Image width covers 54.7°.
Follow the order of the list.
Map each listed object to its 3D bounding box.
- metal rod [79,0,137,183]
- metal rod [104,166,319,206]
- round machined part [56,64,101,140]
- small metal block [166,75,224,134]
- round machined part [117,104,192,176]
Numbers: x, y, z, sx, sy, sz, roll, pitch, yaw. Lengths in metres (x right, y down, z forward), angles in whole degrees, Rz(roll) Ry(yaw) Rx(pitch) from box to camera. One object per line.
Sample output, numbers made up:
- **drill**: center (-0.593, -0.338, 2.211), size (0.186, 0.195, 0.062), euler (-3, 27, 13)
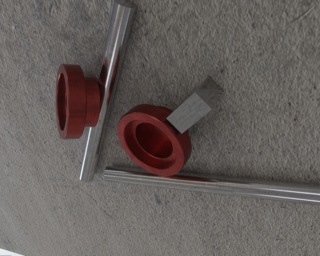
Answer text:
- **metal rod**: center (-0.081, -0.028, 0.432), size (0.025, 0.025, 0.298), euler (29, 128, 10)
- **metal rod**: center (0.052, 0.075, 0.425), size (0.300, 0.025, 0.025), euler (1, 119, 27)
- **round machined part**: center (-0.109, -0.034, 0.410), size (0.098, 0.042, 0.097), euler (6, 97, 63)
- **small metal block**: center (0.041, -0.027, 0.353), size (0.025, 0.050, 0.050), euler (45, 129, -3)
- **round machined part**: center (-0.003, 0.011, 0.397), size (0.098, 0.042, 0.097), euler (21, 134, 23)
